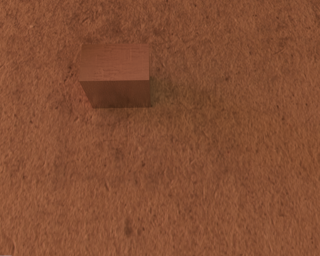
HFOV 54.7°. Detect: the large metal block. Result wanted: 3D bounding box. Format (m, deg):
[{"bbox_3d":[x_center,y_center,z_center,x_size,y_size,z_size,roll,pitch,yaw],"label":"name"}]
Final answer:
[{"bbox_3d":[-0.053,-0.065,0.402,0.081,0.080,0.050,-1,70,-1],"label":"large metal block"}]
